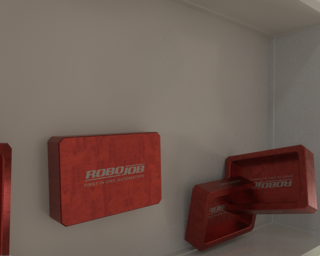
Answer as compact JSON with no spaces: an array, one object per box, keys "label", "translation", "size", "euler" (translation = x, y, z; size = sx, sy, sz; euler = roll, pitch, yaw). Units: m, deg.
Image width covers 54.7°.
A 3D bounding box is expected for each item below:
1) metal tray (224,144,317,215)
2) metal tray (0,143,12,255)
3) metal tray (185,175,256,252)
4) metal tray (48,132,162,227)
[{"label":"metal tray","translation":[0.160,0.081,0.464],"size":[0.030,0.130,0.090],"euler":[29,59,-37]},{"label":"metal tray","translation":[-0.162,0.077,0.240],"size":[0.090,0.030,0.129],"euler":[3,88,-72]},{"label":"metal tray","translation":[0.101,0.126,0.475],"size":[0.131,0.030,0.089],"euler":[-2,105,-39]},{"label":"metal tray","translation":[-0.058,0.052,0.357],"size":[0.131,0.030,0.089],"euler":[-3,92,-40]}]
